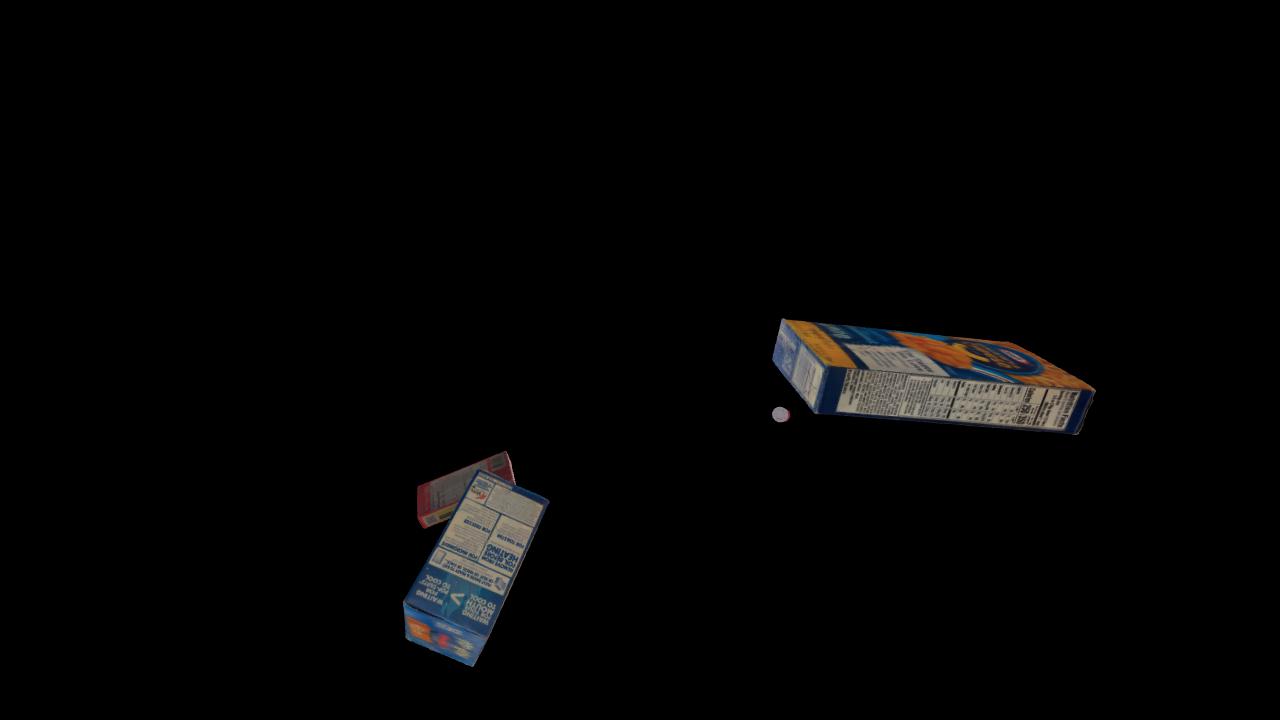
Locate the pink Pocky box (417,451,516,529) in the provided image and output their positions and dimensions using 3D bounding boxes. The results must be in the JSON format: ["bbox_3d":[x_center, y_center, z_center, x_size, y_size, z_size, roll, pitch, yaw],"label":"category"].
[{"bbox_3d":[-0.278,0.206,0.987,0.155,0.029,0.084,-21,30,-9],"label":"pink Pocky box"}]

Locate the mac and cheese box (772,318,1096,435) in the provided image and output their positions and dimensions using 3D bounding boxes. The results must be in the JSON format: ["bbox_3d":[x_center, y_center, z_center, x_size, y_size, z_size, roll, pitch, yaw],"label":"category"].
[{"bbox_3d":[0.196,0.010,0.429,0.184,0.041,0.093,5,20,-8],"label":"mac and cheese box"}]

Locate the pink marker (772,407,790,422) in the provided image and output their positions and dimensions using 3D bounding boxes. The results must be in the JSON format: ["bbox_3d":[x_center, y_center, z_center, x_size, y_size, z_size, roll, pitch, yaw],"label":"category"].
[{"bbox_3d":[0.184,0.071,0.796,0.020,0.020,0.121,0,-5,15],"label":"pink marker"}]

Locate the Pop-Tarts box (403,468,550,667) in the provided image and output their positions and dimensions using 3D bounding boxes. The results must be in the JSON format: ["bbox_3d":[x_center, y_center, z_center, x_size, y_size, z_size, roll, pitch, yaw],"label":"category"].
[{"bbox_3d":[-0.169,0.216,0.629,0.083,0.141,0.167,24,-37,-3],"label":"Pop-Tarts box"}]
